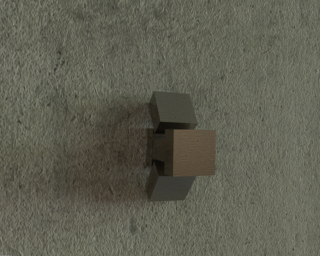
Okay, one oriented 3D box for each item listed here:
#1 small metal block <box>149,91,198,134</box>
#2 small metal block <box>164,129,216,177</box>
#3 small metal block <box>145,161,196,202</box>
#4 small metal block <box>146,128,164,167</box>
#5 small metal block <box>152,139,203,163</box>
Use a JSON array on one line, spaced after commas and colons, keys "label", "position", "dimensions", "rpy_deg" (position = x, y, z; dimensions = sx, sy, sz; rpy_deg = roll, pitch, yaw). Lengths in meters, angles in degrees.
[{"label": "small metal block", "position": [0.016, -0.020, 0.405], "dimensions": [0.050, 0.025, 0.050], "rpy_deg": [3, 53, -20]}, {"label": "small metal block", "position": [0.033, 0.027, 0.344], "dimensions": [0.050, 0.025, 0.050], "rpy_deg": [1, 90, -21]}, {"label": "small metal block", "position": [0.013, 0.069, 0.403], "dimensions": [0.050, 0.025, 0.050], "rpy_deg": [2, 130, -20]}, {"label": "small metal block", "position": [0.010, 0.026, 0.416], "dimensions": [0.050, 0.025, 0.050], "rpy_deg": [3, 89, -21]}, {"label": "small metal block", "position": [0.023, 0.027, 0.379], "dimensions": [0.050, 0.050, 0.025], "rpy_deg": [3, 89, -20]}]
